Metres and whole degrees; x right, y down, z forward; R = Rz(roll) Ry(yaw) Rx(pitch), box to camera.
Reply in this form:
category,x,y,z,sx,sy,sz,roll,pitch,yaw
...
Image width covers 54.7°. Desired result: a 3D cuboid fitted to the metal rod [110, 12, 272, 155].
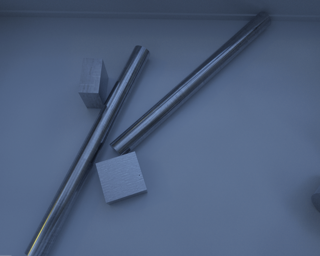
category,x,y,z,sx,sy,sz,roll,pitch,yaw
metal rod,0.051,-0.068,0.435,0.301,0.025,0.025,-42,76,-14

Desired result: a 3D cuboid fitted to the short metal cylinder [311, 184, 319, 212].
category,x,y,z,sx,sy,sz,roll,pitch,yaw
short metal cylinder,0.225,0.083,0.353,0.080,0.080,0.050,40,75,13

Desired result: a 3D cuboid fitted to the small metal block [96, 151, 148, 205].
category,x,y,z,sx,sy,sz,roll,pitch,yaw
small metal block,-0.047,0.063,0.386,0.050,0.025,0.050,-17,71,-7

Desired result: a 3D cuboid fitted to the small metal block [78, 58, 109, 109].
category,x,y,z,sx,sy,sz,roll,pitch,yaw
small metal block,-0.088,-0.059,0.417,0.025,0.050,0.050,2,70,1

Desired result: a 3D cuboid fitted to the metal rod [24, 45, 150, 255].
category,x,y,z,sx,sy,sz,roll,pitch,yaw
metal rod,-0.084,0.018,0.402,0.025,0.025,0.300,22,71,7
